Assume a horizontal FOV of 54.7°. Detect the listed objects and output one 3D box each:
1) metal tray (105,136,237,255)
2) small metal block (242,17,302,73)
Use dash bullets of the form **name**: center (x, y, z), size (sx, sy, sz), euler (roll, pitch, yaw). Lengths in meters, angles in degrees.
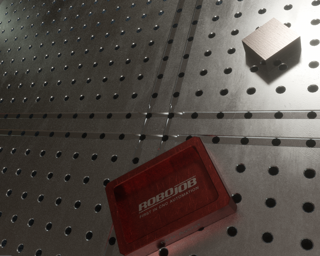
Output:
- **metal tray**: center (0.008, 0.078, 0.352), size (0.130, 0.030, 0.090), euler (-29, 52, 9)
- **small metal block**: center (0.143, -0.107, 0.399), size (0.050, 0.025, 0.050), euler (-35, 52, 4)
